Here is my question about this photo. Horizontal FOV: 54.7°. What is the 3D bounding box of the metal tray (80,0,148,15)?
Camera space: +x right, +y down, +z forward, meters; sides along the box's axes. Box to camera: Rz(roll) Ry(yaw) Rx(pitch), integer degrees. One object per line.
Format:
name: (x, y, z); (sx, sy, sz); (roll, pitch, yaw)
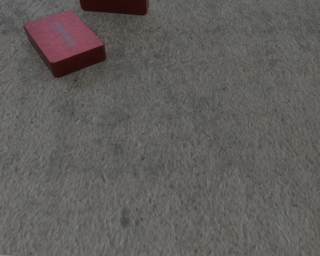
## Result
metal tray: (-0.088, -0.265, 0.582); (0.131, 0.089, 0.030); (6, 51, 5)

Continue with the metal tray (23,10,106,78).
metal tray: (-0.161, -0.145, 0.520); (0.091, 0.030, 0.130); (-27, 55, -22)
